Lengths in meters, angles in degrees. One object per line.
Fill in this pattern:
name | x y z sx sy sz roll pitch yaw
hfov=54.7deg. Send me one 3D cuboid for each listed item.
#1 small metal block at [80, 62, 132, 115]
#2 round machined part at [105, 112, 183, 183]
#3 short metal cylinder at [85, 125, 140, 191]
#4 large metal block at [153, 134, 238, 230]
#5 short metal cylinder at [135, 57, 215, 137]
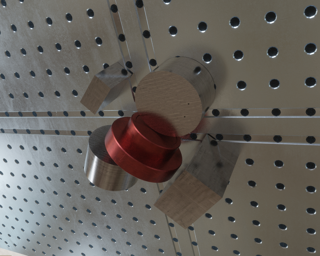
small metal block | -0.069 -0.051 0.398 0.025 0.050 0.050 41 129 0
round machined part | -0.014 0.017 0.381 0.098 0.098 0.042 35 117 4
short metal cylinder | -0.061 0.040 0.431 0.080 0.080 0.050 27 128 10
large metal block | 0.046 0.067 0.392 0.050 0.080 0.080 37 129 3
short metal cylinder | 0.018 -0.037 0.361 0.080 0.050 0.079 13 124 20
